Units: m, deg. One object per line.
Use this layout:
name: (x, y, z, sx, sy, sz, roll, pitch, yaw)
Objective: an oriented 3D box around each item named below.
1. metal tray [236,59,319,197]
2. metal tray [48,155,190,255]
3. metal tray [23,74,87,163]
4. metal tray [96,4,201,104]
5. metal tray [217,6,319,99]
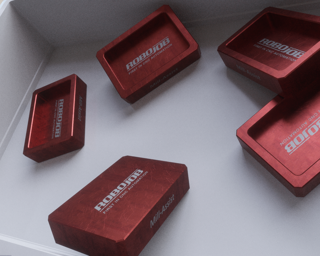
metal tray: (0.158, -0.004, 0.321, 0.130, 0.030, 0.090, -41, 51, 0)
metal tray: (-0.036, 0.077, 0.326, 0.090, 0.030, 0.131, 5, 26, 30)
metal tray: (-0.166, -0.018, 0.497, 0.090, 0.030, 0.130, -19, 54, 17)
metal tray: (-0.018, -0.108, 0.456, 0.130, 0.030, 0.090, -34, 73, 5)
metal tray: (0.138, -0.095, 0.364, 0.090, 0.030, 0.130, -39, 35, 1)
